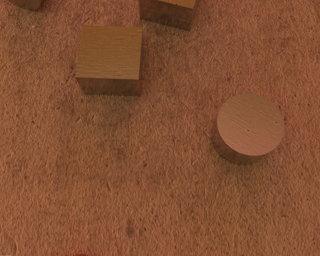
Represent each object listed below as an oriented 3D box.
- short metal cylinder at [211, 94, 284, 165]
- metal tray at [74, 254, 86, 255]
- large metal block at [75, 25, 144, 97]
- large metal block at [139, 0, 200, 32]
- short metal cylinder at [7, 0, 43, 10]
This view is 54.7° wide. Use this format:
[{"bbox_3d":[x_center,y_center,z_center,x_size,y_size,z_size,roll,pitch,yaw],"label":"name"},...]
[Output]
[{"bbox_3d":[0.109,0.003,0.395,0.081,0.050,0.080,0,70,0],"label":"short metal cylinder"},{"bbox_3d":[-0.119,0.210,0.327,0.131,0.030,0.090,-32,73,-11],"label":"metal tray"},{"bbox_3d":[-0.065,-0.092,0.428,0.080,0.050,0.080,2,70,1],"label":"large metal block"},{"bbox_3d":[0.019,-0.204,0.469,0.080,0.050,0.080,16,71,5],"label":"large metal block"},{"bbox_3d":[-0.206,-0.223,0.459,0.080,0.080,0.050,18,71,6],"label":"short metal cylinder"}]
